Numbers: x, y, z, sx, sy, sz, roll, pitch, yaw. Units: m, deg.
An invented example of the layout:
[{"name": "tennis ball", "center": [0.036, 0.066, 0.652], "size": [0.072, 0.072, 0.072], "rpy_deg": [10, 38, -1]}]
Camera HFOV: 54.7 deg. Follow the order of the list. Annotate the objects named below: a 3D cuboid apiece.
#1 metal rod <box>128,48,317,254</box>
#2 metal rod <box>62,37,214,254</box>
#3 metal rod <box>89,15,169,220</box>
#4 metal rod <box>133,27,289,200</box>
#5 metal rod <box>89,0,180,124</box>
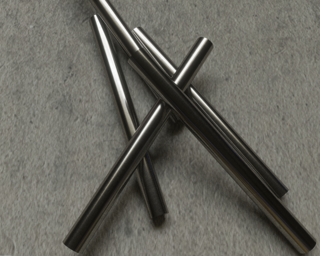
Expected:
[{"name": "metal rod", "center": [0.071, 0.025, 0.364], "size": [0.025, 0.025, 0.300], "rpy_deg": [-42, 89, -14]}, {"name": "metal rod", "center": [-0.017, 0.008, 0.376], "size": [0.025, 0.025, 0.300], "rpy_deg": [30, 74, 10]}, {"name": "metal rod", "center": [-0.048, -0.028, 0.417], "size": [0.025, 0.025, 0.299], "rpy_deg": [-17, 71, -6]}, {"name": "metal rod", "center": [0.056, -0.028, 0.419], "size": [0.025, 0.025, 0.300], "rpy_deg": [-36, 74, -12]}, {"name": "metal rod", "center": [-0.053, -0.134, 0.440], "size": [0.025, 0.025, 0.299], "rpy_deg": [-32, 80, -11]}]
